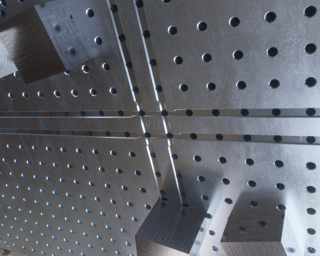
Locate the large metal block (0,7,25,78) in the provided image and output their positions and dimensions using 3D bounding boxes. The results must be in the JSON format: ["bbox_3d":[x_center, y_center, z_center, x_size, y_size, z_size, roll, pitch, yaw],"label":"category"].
[{"bbox_3d":[-0.240,-0.113,0.429,0.050,0.080,0.079,35,129,5],"label":"large metal block"}]

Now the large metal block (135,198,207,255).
[{"bbox_3d":[0.019,0.161,0.464,0.080,0.080,0.050,11,123,22],"label":"large metal block"}]

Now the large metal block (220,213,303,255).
[{"bbox_3d":[0.140,0.166,0.423,0.080,0.050,0.080,-15,111,34],"label":"large metal block"}]

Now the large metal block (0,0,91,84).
[{"bbox_3d":[-0.152,-0.111,0.404,0.080,0.050,0.080,-9,114,31],"label":"large metal block"}]
